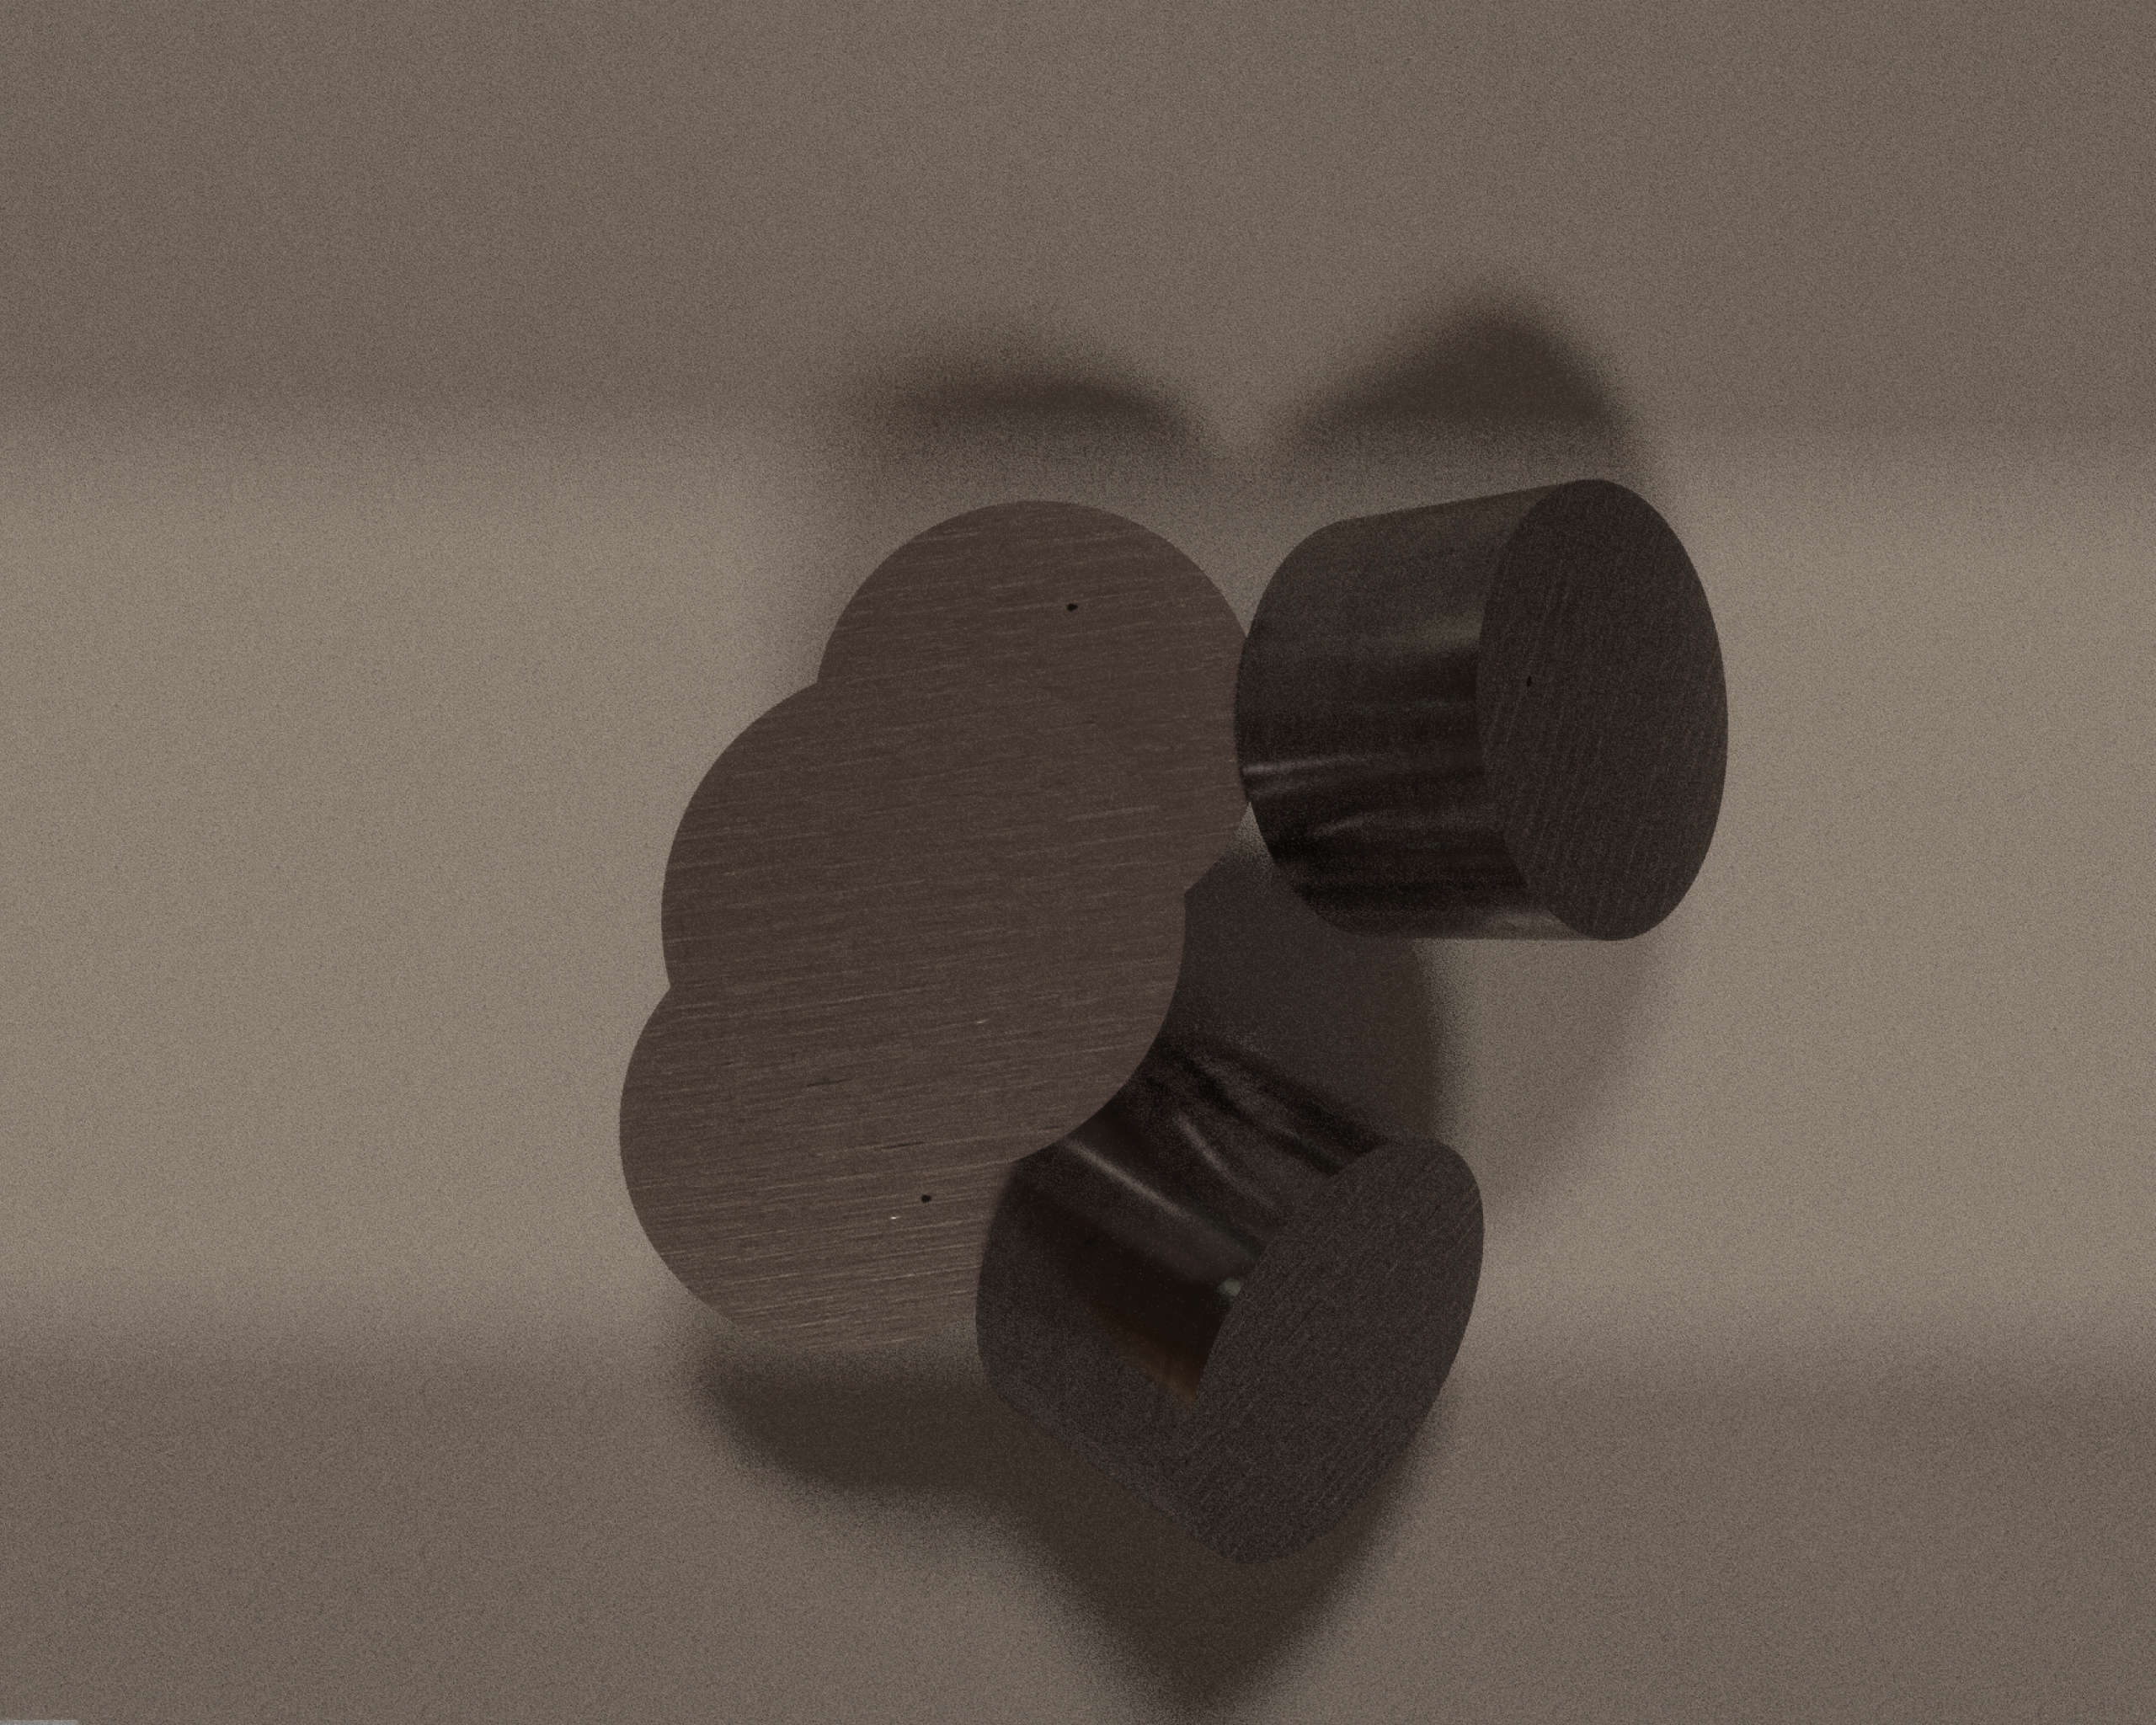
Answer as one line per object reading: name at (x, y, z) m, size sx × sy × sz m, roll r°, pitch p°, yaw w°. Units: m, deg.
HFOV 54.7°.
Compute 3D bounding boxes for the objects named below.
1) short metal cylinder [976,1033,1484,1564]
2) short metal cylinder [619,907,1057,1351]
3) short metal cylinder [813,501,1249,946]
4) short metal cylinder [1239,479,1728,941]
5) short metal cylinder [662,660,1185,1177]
short metal cylinder at (0.028, 0.077, 0.376) m, size 0.050 × 0.080 × 0.080 m, roll 24°, pitch 90°, yaw 40°
short metal cylinder at (-0.042, 0.047, 0.397) m, size 0.081 × 0.050 × 0.079 m, roll 0°, pitch 90°, yaw -1°
short metal cylinder at (-0.007, -0.025, 0.397) m, size 0.081 × 0.050 × 0.079 m, roll 0°, pitch 90°, yaw -1°
short metal cylinder at (0.075, -0.026, 0.378) m, size 0.081 × 0.050 × 0.079 m, roll 2°, pitch 88°, yaw -44°
short metal cylinder at (-0.024, 0.008, 0.346) m, size 0.081 × 0.050 × 0.079 m, roll 0°, pitch 90°, yaw -1°
